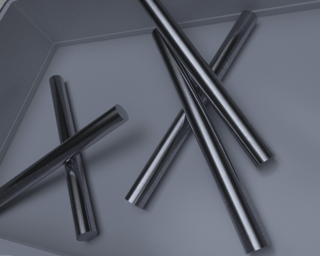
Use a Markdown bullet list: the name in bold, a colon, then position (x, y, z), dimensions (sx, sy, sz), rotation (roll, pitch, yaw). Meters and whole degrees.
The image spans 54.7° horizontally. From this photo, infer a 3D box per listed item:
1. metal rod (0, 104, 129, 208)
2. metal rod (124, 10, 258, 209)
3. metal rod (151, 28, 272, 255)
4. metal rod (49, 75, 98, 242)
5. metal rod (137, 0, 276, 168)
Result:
- **metal rod**: position (-0.168, 0.059, 0.431), dimensions (0.300, 0.025, 0.025), rotation (-33, 51, 17)
- **metal rod**: position (0.047, -0.033, 0.401), dimensions (0.025, 0.025, 0.300), rotation (23, 74, 36)
- **metal rod**: position (0.046, -0.009, 0.360), dimensions (0.025, 0.025, 0.299), rotation (-27, 61, 11)
- **metal rod**: position (-0.137, 0.022, 0.463), dimensions (0.025, 0.025, 0.300), rotation (-31, 52, 8)
- **metal rod**: position (0.039, -0.084, 0.379), dimensions (0.025, 0.025, 0.299), rotation (-34, 69, 6)
